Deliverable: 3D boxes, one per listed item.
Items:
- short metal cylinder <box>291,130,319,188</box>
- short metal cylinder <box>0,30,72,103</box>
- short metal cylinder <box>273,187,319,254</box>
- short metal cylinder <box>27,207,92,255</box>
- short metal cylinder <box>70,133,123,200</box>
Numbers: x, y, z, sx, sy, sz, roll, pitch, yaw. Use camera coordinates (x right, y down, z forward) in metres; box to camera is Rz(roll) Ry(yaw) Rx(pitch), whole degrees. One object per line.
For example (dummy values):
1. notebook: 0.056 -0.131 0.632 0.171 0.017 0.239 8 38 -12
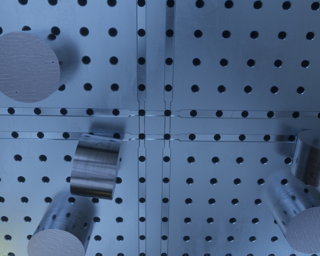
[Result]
1. short metal cylinder: 0.218 0.039 0.402 0.081 0.080 0.050 1 110 -1
2. short metal cylinder: -0.153 -0.075 0.370 0.081 0.050 0.079 0 110 -1
3. short metal cylinder: 0.215 0.134 0.453 0.081 0.050 0.079 0 110 -1
4. short metal cylinder: -0.146 0.166 0.459 0.081 0.050 0.079 0 110 -1
5. short metal cylinder: -0.080 0.050 0.401 0.050 0.080 0.079 9 110 -4
